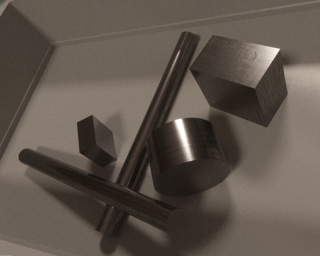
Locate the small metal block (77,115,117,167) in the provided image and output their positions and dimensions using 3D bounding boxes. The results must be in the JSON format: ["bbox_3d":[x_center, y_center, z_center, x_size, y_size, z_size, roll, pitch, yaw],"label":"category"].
[{"bbox_3d":[-0.086,0.018,0.422,0.025,0.050,0.050,-26,53,12],"label":"small metal block"}]

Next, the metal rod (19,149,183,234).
[{"bbox_3d":[-0.098,0.066,0.389,0.300,0.025,0.025,11,67,40],"label":"metal rod"}]

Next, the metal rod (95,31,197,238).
[{"bbox_3d":[-0.011,-0.006,0.413,0.025,0.025,0.300,9,66,32],"label":"metal rod"}]

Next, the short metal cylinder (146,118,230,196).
[{"bbox_3d":[0.029,0.033,0.334,0.080,0.080,0.050,-23,54,14],"label":"short metal cylinder"}]

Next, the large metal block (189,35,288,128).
[{"bbox_3d":[0.092,-0.053,0.354,0.080,0.080,0.050,26,76,36],"label":"large metal block"}]
